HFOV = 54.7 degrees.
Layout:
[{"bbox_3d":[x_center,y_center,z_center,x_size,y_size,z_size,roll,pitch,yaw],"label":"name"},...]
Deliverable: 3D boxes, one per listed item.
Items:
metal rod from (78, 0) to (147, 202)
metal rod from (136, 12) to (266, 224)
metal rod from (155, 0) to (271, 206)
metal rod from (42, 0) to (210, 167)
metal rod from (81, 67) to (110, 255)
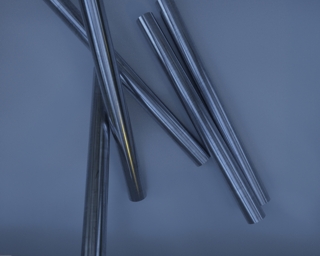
[{"bbox_3d":[-0.055,-0.044,0.354,0.025,0.025,0.298,-11,113,0],"label":"metal rod"},{"bbox_3d":[0.051,-0.015,0.402,0.025,0.025,0.299,-29,87,0],"label":"metal rod"},{"bbox_3d":[0.070,-0.036,0.412,0.025,0.025,0.299,-26,90,0],"label":"metal rod"},{"bbox_3d":[-0.043,-0.066,0.396,0.025,0.025,0.300,-43,96,0],"label":"metal rod"},{"bbox_3d":[-0.070,0.057,0.348,0.025,0.025,0.299,-2,65,0],"label":"metal rod"}]
